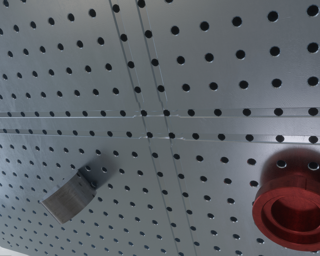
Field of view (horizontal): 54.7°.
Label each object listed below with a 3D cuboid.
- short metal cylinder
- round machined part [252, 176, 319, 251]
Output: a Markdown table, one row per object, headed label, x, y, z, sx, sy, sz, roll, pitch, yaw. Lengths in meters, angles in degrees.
| label | x | y | z | sx | sy | sz | roll | pitch | yaw |
| --- | --- | --- | --- | --- | --- | --- | --- | --- | --- |
| short metal cylinder | -0.156 | 0.118 | 0.531 | 0.080 | 0.080 | 0.050 | -31 | 101 | 38 |
| round machined part | 0.165 | 0.097 | 0.373 | 0.098 | 0.042 | 0.097 | 13 | 124 | 21 |
